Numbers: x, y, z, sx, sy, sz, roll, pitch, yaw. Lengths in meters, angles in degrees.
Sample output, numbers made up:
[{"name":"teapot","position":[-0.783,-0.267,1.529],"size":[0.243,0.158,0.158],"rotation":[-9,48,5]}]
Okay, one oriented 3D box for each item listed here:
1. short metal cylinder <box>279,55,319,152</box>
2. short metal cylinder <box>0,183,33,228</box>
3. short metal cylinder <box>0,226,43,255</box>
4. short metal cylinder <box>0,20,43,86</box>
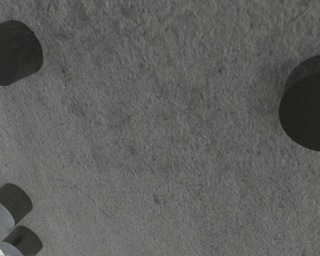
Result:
[{"name":"short metal cylinder","position":[0.158,-0.024,0.293],"size":[0.080,0.050,0.079],"rotation":[13,124,20]},{"name":"short metal cylinder","position":[-0.321,0.165,0.658],"size":[0.080,0.050,0.079],"rotation":[13,124,20]},{"name":"short metal cylinder","position":[-0.328,0.280,0.732],"size":[0.080,0.050,0.079],"rotation":[13,124,20]},{"name":"short metal cylinder","position":[-0.215,-0.106,0.436],"size":[0.080,0.050,0.079],"rotation":[13,124,20]}]
